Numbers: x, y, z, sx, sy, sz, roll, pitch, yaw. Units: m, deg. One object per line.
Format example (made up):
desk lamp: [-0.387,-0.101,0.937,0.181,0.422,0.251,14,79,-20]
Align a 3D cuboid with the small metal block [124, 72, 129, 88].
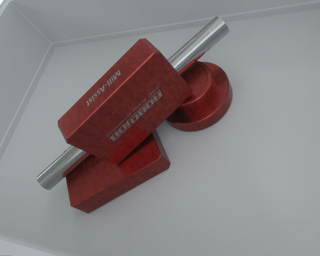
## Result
small metal block: [-0.029,-0.050,0.432,0.025,0.050,0.050,-38,51,2]

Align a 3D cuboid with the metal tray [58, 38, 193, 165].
metal tray: [-0.035,-0.023,0.345,0.130,0.090,0.030,-44,54,6]

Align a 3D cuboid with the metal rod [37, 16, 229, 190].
metal rod: [-0.037,-0.028,0.388,0.300,0.025,0.025,-41,51,5]

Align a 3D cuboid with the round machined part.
round machined part: [0.040,-0.048,0.400,0.098,0.042,0.098,-13,56,20]

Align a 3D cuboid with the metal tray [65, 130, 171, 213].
metal tray: [-0.061,0.041,0.406,0.130,0.030,0.090,-30,52,8]
